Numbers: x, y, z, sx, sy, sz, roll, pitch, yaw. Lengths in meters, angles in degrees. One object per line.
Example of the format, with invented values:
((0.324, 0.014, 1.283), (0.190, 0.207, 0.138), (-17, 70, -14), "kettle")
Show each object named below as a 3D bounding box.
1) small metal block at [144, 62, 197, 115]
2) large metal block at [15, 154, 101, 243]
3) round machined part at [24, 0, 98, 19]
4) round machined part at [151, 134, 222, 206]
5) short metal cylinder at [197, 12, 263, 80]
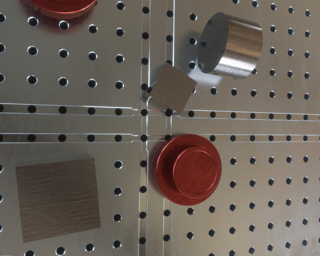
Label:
((0.014, -0.052, 0.418), (0.050, 0.025, 0.050), (30, 80, -18), "small metal block")
((-0.116, 0.076, 0.357), (0.081, 0.050, 0.079), (-6, 92, -20), "large metal block")
((-0.118, -0.175, 0.360), (0.099, 0.042, 0.097), (0, 90, -20), "round machined part")
((0.042, 0.057, 0.419), (0.099, 0.042, 0.097), (0, 90, -20), "round machined part")
((0.092, -0.108, 0.417), (0.050, 0.080, 0.080), (8, 88, -20), "short metal cylinder")
